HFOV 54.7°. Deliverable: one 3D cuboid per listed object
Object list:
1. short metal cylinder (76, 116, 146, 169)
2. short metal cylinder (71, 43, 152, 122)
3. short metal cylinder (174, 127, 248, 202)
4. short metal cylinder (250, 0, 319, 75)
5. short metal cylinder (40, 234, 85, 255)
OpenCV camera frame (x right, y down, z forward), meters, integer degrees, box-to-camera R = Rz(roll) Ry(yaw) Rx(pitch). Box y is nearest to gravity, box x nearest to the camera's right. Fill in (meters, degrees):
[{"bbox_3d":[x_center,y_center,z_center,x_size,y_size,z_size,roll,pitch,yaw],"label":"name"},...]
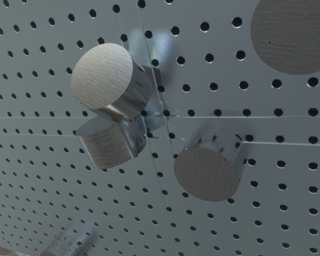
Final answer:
[{"bbox_3d":[-0.065,0.012,0.417,0.080,0.080,0.050,-9,114,32],"label":"short metal cylinder"},{"bbox_3d":[-0.056,-0.052,0.366,0.080,0.050,0.080,-7,71,21],"label":"short metal cylinder"},{"bbox_3d":[0.064,0.045,0.389,0.080,0.050,0.079,13,124,21],"label":"short metal cylinder"},{"bbox_3d":[0.125,-0.093,0.271,0.080,0.050,0.079,13,124,21],"label":"short metal cylinder"},{"bbox_3d":[-0.213,0.282,0.682,0.080,0.050,0.079,13,124,21],"label":"short metal cylinder"}]
